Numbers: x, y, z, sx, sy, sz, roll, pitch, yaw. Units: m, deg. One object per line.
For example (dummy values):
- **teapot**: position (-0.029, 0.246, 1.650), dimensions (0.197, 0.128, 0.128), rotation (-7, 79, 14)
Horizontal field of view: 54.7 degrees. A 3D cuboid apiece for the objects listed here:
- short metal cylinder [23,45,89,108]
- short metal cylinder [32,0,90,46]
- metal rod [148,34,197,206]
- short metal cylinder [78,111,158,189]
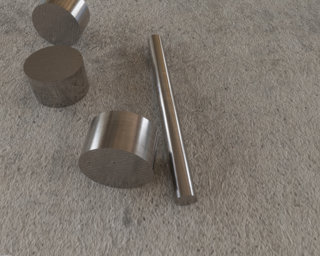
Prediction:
- **short metal cylinder**: position (-0.148, -0.075, 0.449), dimensions (0.081, 0.050, 0.080), rotation (0, 50, 0)
- **short metal cylinder**: position (-0.165, -0.185, 0.522), dimensions (0.080, 0.080, 0.050), rotation (7, 51, 6)
- **metal rod**: position (0.010, -0.035, 0.432), dimensions (0.025, 0.025, 0.300), rotation (-5, 50, -5)
- **short metal cylinder**: position (-0.044, 0.026, 0.345), dimensions (0.080, 0.080, 0.050), rotation (4, 50, 4)
